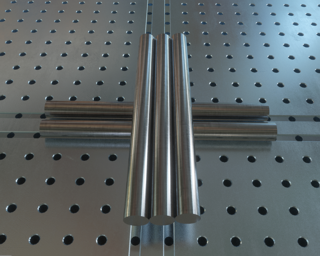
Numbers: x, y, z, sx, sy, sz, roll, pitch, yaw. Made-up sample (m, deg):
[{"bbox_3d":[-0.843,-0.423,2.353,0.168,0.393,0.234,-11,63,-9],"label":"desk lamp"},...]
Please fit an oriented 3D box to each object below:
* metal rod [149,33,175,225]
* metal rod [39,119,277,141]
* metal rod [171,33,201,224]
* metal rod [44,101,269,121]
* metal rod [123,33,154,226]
[{"bbox_3d":[0.003,-0.025,0.397,0.025,0.025,0.300,1,50,0],"label":"metal rod"},{"bbox_3d":[-0.002,0.003,0.405,0.302,0.025,0.025,1,50,0],"label":"metal rod"},{"bbox_3d":[0.028,-0.026,0.398,0.025,0.025,0.300,1,50,0],"label":"metal rod"},{"bbox_3d":[-0.004,-0.024,0.428,0.302,0.025,0.025,1,50,0],"label":"metal rod"},{"bbox_3d":[-0.022,-0.025,0.396,0.025,0.025,0.300,1,50,0],"label":"metal rod"}]
